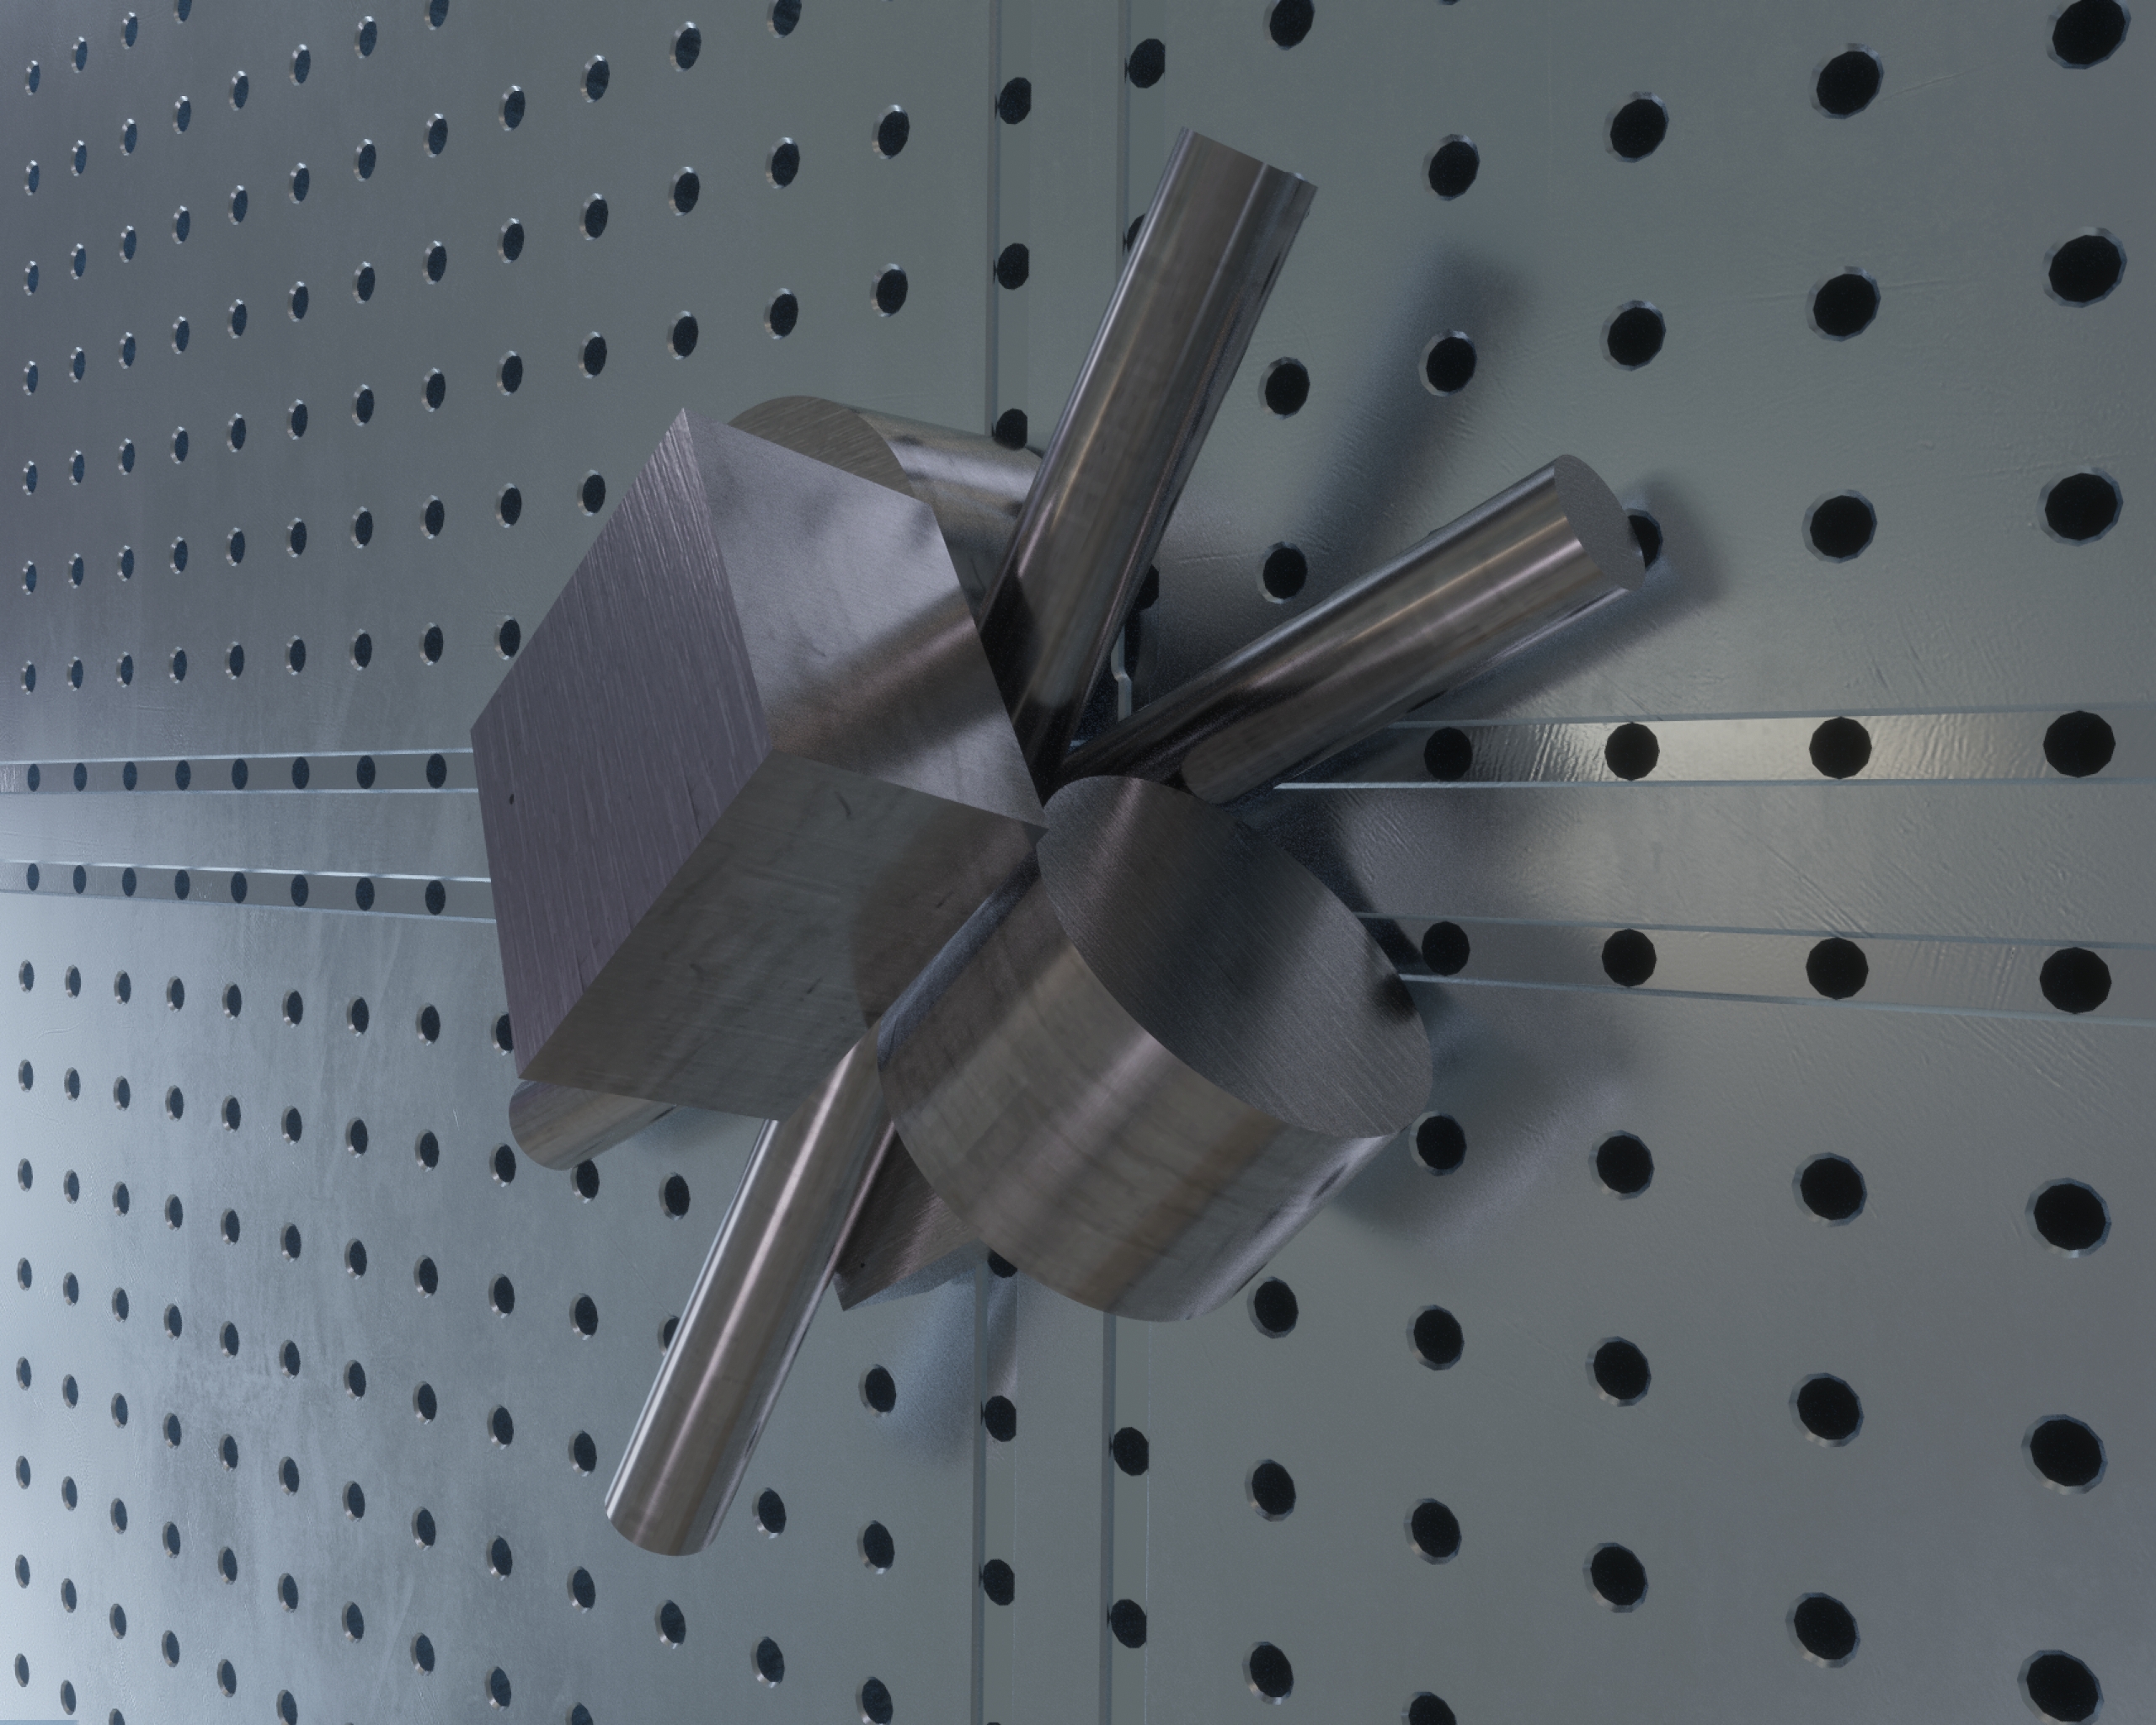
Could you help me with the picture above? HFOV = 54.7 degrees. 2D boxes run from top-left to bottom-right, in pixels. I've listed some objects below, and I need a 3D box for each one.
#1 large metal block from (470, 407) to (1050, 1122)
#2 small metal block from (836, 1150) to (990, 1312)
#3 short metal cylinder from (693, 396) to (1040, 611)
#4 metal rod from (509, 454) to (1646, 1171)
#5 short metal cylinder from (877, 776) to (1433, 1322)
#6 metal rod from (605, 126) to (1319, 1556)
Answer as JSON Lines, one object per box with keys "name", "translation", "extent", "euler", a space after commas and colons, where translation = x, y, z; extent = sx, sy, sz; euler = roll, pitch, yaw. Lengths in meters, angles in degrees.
{"name": "large metal block", "translation": [-0.058, -0.015, 0.354], "extent": [0.080, 0.050, 0.080], "euler": [-48, 45, 30]}
{"name": "small metal block", "translation": [-0.032, 0.059, 0.431], "extent": [0.050, 0.025, 0.050], "euler": [-34, 69, 34]}
{"name": "short metal cylinder", "translation": [-0.041, -0.050, 0.422], "extent": [0.080, 0.050, 0.079], "euler": [0, 90, 40]}
{"name": "metal rod", "translation": [-0.022, 0.004, 0.423], "extent": [0.299, 0.025, 0.025], "euler": [-29, 72, 36]}
{"name": "short metal cylinder", "translation": [0.013, 0.031, 0.358], "extent": [0.050, 0.081, 0.080], "euler": [-51, 60, 29]}
{"name": "metal rod", "translation": [-0.030, 0.010, 0.397], "extent": [0.025, 0.025, 0.298], "euler": [37, 112, 33]}
